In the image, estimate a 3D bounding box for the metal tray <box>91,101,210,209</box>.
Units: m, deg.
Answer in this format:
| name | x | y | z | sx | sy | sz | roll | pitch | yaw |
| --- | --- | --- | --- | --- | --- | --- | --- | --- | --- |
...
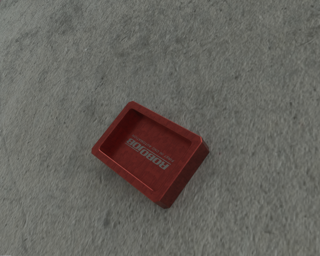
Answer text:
| name | x | y | z | sx | sy | sz | roll | pitch | yaw |
| --- | --- | --- | --- | --- | --- | --- | --- | --- | --- |
| metal tray | -0.016 | 0.028 | 0.390 | 0.130 | 0.030 | 0.090 | 30 | 78 | 37 |
